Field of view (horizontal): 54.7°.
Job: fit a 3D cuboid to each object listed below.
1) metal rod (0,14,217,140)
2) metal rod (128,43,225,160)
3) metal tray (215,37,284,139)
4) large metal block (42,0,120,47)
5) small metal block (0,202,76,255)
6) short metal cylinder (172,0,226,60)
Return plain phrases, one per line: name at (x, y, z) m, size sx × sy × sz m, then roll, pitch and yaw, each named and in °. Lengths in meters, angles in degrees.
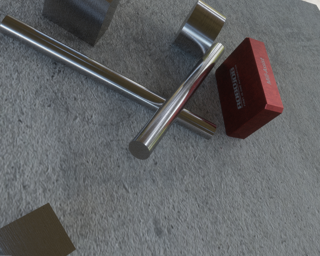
metal rod at (-0.058, -0.061, 0.410) m, size 0.301 × 0.025 × 0.025 m, roll 27°, pitch 52°, yaw -12°
metal rod at (0.040, -0.057, 0.435) m, size 0.025 × 0.025 × 0.301 m, roll 40°, pitch 42°, yaw -2°
metal tray at (0.129, -0.060, 0.470) m, size 0.030 × 0.090 × 0.130 m, roll 11°, pitch 57°, yaw -23°
large metal block at (-0.104, -0.172, 0.418) m, size 0.080 × 0.080 × 0.050 m, roll 30°, pitch 52°, yaw -9°
small metal block at (-0.113, 0.105, 0.280) m, size 0.050 × 0.025 × 0.050 m, roll -27°, pitch 76°, yaw -37°
short metal cylinder at (0.061, -0.158, 0.500) m, size 0.050 × 0.080 × 0.080 m, roll 30°, pitch 52°, yaw -10°
